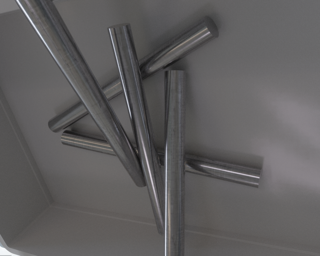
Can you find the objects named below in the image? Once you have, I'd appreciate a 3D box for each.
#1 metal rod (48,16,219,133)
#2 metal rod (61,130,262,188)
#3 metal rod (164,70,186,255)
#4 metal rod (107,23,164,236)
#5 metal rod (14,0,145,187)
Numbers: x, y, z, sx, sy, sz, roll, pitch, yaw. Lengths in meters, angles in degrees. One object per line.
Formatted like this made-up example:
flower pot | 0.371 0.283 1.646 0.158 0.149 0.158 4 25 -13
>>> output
metal rod | -0.057 -0.054 0.405 0.299 0.025 0.025 -24 105 36
metal rod | -0.013 0.039 0.439 0.301 0.025 0.025 10 123 23
metal rod | 0.017 0.083 0.371 0.025 0.025 0.298 2 94 27
metal rod | -0.018 0.021 0.397 0.025 0.025 0.298 3 120 27
metal rod | -0.064 -0.017 0.341 0.025 0.025 0.299 7 144 24
